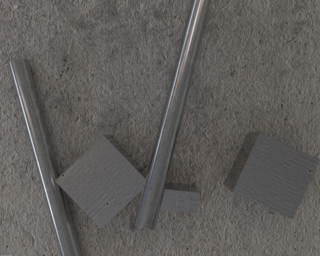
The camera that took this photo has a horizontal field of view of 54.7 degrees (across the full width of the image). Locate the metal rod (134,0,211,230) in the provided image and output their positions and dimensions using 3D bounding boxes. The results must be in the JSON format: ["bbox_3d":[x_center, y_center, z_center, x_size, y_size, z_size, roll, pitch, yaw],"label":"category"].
[{"bbox_3d":[0.019,-0.029,0.381,0.025,0.025,0.299,14,79,0],"label":"metal rod"}]

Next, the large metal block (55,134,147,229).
[{"bbox_3d":[-0.069,0.065,0.397,0.080,0.050,0.080,-44,90,0],"label":"large metal block"}]

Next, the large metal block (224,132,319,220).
[{"bbox_3d":[0.141,0.058,0.399,0.080,0.050,0.080,25,90,0],"label":"large metal block"}]

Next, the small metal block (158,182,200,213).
[{"bbox_3d":[0.022,0.088,0.398,0.050,0.050,0.025,6,90,0],"label":"small metal block"}]

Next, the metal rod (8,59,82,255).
[{"bbox_3d":[-0.147,0.057,0.408,0.025,0.025,0.298,-15,90,0],"label":"metal rod"}]
